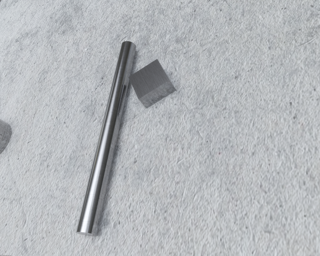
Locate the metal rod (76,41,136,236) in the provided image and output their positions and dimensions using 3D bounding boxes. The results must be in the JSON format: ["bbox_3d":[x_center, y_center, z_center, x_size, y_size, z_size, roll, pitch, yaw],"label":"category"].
[{"bbox_3d":[-0.070,-0.004,0.440,0.025,0.025,0.299,-6,59,25],"label":"metal rod"}]

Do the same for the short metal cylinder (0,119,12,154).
[{"bbox_3d":[-0.310,0.013,0.539,0.080,0.050,0.080,-13,56,20],"label":"short metal cylinder"}]

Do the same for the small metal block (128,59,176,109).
[{"bbox_3d":[-0.012,-0.064,0.448,0.050,0.025,0.050,-31,52,7],"label":"small metal block"}]
